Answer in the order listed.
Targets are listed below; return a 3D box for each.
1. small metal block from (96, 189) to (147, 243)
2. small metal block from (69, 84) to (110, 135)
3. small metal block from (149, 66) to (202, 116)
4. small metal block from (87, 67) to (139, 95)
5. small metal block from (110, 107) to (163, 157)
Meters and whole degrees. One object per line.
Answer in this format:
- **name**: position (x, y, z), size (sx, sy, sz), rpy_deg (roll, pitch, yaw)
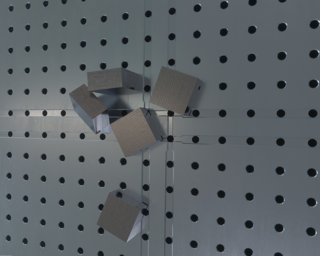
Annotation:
- **small metal block**: position (-0.053, 0.121, 0.432), size (0.050, 0.025, 0.050), rpy_deg (25, 98, 18)
- **small metal block**: position (-0.097, -0.025, 0.431), size (0.025, 0.050, 0.050), rpy_deg (-39, 75, -20)
- **small metal block**: position (0.020, -0.048, 0.406), size (0.050, 0.025, 0.050), rpy_deg (23, 97, 18)
- **small metal block**: position (-0.063, -0.063, 0.422), size (0.050, 0.050, 0.025), rpy_deg (-4, 89, 20)
- **small metal block**: position (-0.032, 0.006, 0.425), size (0.050, 0.025, 0.050), rpy_deg (-29, 81, 17)
